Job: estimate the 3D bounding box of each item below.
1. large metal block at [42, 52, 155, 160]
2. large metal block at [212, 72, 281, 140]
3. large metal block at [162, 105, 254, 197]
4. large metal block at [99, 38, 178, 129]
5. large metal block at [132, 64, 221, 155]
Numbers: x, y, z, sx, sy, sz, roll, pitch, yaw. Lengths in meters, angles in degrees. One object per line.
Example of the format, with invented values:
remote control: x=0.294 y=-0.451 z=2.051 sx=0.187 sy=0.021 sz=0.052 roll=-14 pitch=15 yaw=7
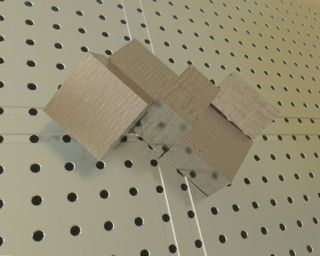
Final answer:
large metal block: x=-0.065 y=-0.025 z=0.344 sx=0.080 sy=0.080 sz=0.050 roll=42 pitch=12 yaw=0
large metal block: x=0.116 y=-0.034 z=0.448 sx=0.080 sy=0.050 sz=0.080 roll=42 pitch=11 yaw=0
large metal block: x=0.064 y=0.028 z=0.409 sx=0.080 sy=0.050 sz=0.080 roll=41 pitch=51 yaw=1
large metal block: x=-0.035 y=-0.059 z=0.409 sx=0.080 sy=0.050 sz=0.080 roll=42 pitch=52 yaw=-1
large metal block: x=0.020 y=-0.023 z=0.396 sx=0.050 sy=0.080 sz=0.080 roll=42 pitch=51 yaw=-2
